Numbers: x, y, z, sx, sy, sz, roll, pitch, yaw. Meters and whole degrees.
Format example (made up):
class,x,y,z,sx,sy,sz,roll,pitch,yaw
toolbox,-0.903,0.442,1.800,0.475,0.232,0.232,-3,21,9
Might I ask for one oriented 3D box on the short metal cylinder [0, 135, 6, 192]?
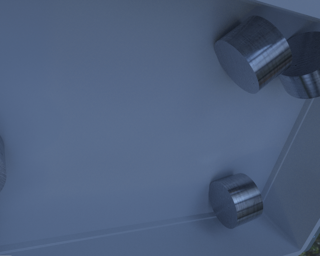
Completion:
class,x,y,z,sx,sy,sz,roll,pitch,yaw
short metal cylinder,-0.198,0.036,0.307,0.081,0.050,0.079,-14,125,-21

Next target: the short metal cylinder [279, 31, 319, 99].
class,x,y,z,sx,sy,sz,roll,pitch,yaw
short metal cylinder,0.207,-0.088,0.435,0.080,0.080,0.050,-44,130,2

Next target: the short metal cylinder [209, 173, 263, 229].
class,x,y,z,sx,sy,sz,roll,pitch,yaw
short metal cylinder,0.125,0.121,0.519,0.050,0.080,0.079,-14,125,-21

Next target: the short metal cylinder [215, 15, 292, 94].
class,x,y,z,sx,sy,sz,roll,pitch,yaw
short metal cylinder,0.113,-0.089,0.382,0.050,0.080,0.080,-38,130,-3
